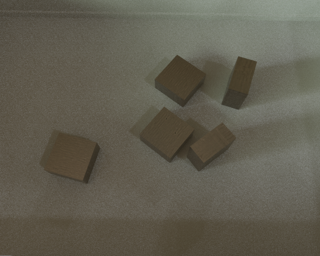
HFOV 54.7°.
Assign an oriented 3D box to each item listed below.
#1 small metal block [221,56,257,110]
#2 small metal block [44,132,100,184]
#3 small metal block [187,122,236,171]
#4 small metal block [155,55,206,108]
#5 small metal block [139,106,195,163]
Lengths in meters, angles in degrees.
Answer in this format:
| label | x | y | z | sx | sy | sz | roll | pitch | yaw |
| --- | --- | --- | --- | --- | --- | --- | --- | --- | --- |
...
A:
| label | x | y | z | sx | sy | sz | roll | pitch | yaw |
| --- | --- | --- | --- | --- | --- | --- | --- | --- | --- |
| small metal block | 0.106 | -0.060 | 0.419 | 0.025 | 0.050 | 0.050 | 18 | 71 | 6 |
| small metal block | -0.110 | 0.039 | 0.395 | 0.050 | 0.025 | 0.050 | 15 | 71 | 5 |
| small metal block | 0.063 | 0.025 | 0.387 | 0.050 | 0.050 | 0.025 | -35 | 74 | -12 |
| small metal block | 0.028 | -0.066 | 0.434 | 0.050 | 0.025 | 0.050 | 37 | 74 | 12 |
| small metal block | 0.009 | 0.009 | 0.406 | 0.050 | 0.025 | 0.050 | 37 | 74 | 12 |
